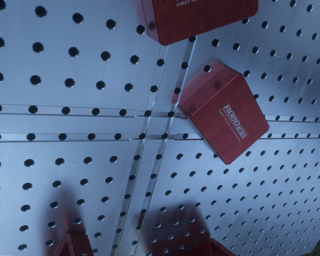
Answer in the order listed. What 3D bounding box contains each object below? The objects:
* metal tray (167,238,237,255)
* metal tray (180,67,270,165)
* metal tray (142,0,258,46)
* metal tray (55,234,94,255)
[{"bbox_3d":[0.064,0.249,0.554,0.131,0.090,0.030,-14,99,-21],"label":"metal tray"},{"bbox_3d":[0.099,-0.013,0.453,0.090,0.030,0.130,-42,129,0],"label":"metal tray"},{"bbox_3d":[0.045,-0.153,0.337,0.131,0.030,0.090,-23,127,-15],"label":"metal tray"},{"bbox_3d":[-0.115,0.221,0.416,0.030,0.130,0.090,18,109,-35],"label":"metal tray"}]
